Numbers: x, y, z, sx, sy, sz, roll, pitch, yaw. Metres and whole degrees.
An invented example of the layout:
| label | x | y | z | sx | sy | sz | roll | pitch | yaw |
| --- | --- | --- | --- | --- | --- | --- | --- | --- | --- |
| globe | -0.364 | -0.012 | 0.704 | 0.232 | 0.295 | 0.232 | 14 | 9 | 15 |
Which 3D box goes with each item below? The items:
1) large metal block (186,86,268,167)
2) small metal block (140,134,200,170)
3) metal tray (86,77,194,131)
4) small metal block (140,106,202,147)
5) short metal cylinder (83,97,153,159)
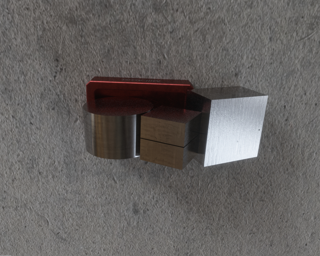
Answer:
| label | x | y | z | sx | sy | sz | roll | pitch | yaw |
| --- | --- | --- | --- | --- | --- | --- | --- | --- | --- |
| large metal block | 0.078 | -0.005 | 0.381 | 0.081 | 0.050 | 0.079 | -7 | 113 | -26 |
| small metal block | 0.012 | 0.021 | 0.349 | 0.050 | 0.050 | 0.025 | 11 | 111 | 23 |
| metal tray | -0.025 | -0.017 | 0.401 | 0.131 | 0.030 | 0.089 | 2 | 110 | -1 |
| small metal block | 0.013 | -0.004 | 0.341 | 0.050 | 0.050 | 0.025 | 11 | 111 | 23 |
| short metal cylinder | -0.048 | -0.003 | 0.366 | 0.081 | 0.080 | 0.050 | 1 | 110 | -1 |
